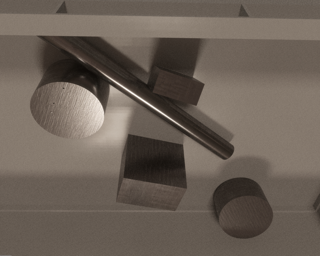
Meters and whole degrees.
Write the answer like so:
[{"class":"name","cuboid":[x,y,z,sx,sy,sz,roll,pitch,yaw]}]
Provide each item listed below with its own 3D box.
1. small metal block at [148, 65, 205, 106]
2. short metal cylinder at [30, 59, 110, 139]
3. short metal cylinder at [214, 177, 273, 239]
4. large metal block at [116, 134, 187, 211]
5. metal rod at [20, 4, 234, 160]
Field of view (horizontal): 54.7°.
[{"class":"small metal block","cuboid":[0.016,-0.049,0.347,0.050,0.050,0.025,16,104,-14]},{"class":"short metal cylinder","cuboid":[-0.103,-0.033,0.363,0.081,0.050,0.079,0,130,0]},{"class":"short metal cylinder","cuboid":[0.129,0.125,0.487,0.081,0.050,0.079,0,113,1]},{"class":"large metal block","cuboid":[-0.012,0.060,0.424,0.081,0.080,0.050,12,129,-10]},{"class":"metal rod","cuboid":[-0.019,-0.040,0.374,0.301,0.025,0.025,33,123,-25]}]
